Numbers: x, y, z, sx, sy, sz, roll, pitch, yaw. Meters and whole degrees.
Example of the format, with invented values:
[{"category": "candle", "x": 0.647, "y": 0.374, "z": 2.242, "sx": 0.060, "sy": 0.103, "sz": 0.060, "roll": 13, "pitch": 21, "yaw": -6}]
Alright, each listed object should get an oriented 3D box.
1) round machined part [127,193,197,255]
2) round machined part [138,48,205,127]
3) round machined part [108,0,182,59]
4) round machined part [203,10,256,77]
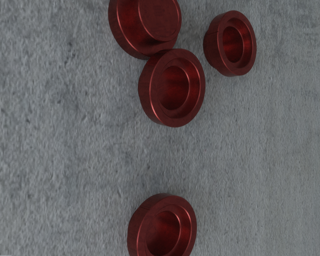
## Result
[{"category": "round machined part", "x": -0.002, "y": 0.132, "z": 0.395, "sx": 0.099, "sy": 0.042, "sz": 0.097, "roll": 0, "pitch": 90, "yaw": -40}, {"category": "round machined part", "x": 0.011, "y": -0.052, "z": 0.398, "sx": 0.099, "sy": 0.042, "sz": 0.097, "roll": -11, "pitch": 107, "yaw": -41}, {"category": "round machined part", "x": -0.011, "y": -0.137, "z": 0.386, "sx": 0.099, "sy": 0.042, "sz": 0.097, "roll": 0, "pitch": 90, "yaw": -40}, {"category": "round machined part", "x": 0.105, "y": -0.129, "z": 0.484, "sx": 0.099, "sy": 0.042, "sz": 0.097, "roll": 0, "pitch": 90, "yaw": -40}]
